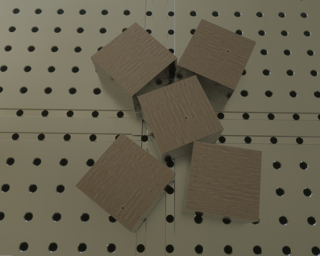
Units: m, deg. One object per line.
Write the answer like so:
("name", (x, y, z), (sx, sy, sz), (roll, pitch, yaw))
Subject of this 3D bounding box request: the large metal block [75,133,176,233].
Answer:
("large metal block", (-0.038, 0.067, 0.372), (0.080, 0.050, 0.080), (36, 74, 12))

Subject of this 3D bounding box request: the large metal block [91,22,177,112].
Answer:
("large metal block", (-0.034, -0.084, 0.429), (0.080, 0.050, 0.080), (-42, 75, -13))

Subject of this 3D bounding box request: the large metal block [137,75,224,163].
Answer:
("large metal block", (0.024, -0.010, 0.402), (0.080, 0.050, 0.080), (-21, 72, -8))

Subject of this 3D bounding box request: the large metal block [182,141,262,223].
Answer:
("large metal block", (0.073, 0.067, 0.374), (0.080, 0.050, 0.080), (9, 70, 2))

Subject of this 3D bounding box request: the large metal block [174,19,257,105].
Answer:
("large metal block", (0.075, -0.091, 0.431), (0.080, 0.050, 0.080), (25, 72, 6))
